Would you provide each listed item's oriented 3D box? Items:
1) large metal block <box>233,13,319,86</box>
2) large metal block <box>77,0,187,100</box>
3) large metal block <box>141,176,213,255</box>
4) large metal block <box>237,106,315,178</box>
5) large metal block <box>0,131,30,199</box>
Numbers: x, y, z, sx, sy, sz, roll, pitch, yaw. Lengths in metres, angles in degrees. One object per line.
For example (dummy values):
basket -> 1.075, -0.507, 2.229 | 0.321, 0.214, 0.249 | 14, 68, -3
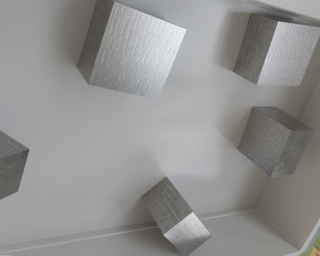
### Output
large metal block -> 0.156, -0.104, 0.416 | 0.081, 0.050, 0.079 | -4, 120, -27
large metal block -> -0.032, -0.083, 0.325 | 0.081, 0.050, 0.079 | 9, 114, -33
large metal block -> 0.025, 0.134, 0.472 | 0.050, 0.080, 0.080 | -37, 130, -4
large metal block -> 0.177, 0.019, 0.485 | 0.050, 0.080, 0.079 | -1, 119, -28
large metal block -> -0.181, 0.030, 0.272 | 0.080, 0.080, 0.050 | -25, 141, -64
